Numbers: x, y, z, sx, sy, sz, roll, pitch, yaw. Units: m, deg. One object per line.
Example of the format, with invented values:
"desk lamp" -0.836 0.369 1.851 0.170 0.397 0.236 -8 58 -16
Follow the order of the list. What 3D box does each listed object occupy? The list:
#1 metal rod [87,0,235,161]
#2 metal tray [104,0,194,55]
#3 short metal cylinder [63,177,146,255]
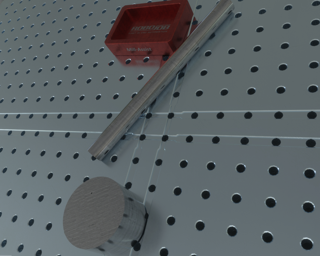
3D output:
"metal rod" 0.005 -0.075 0.449 0.300 0.025 0.025 -49 52 -7
"metal tray" -0.019 -0.166 0.514 0.130 0.030 0.090 8 65 31
"short metal cylinder" -0.064 0.103 0.361 0.080 0.050 0.080 -13 56 20
